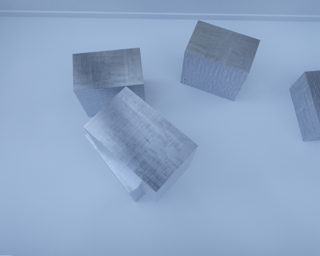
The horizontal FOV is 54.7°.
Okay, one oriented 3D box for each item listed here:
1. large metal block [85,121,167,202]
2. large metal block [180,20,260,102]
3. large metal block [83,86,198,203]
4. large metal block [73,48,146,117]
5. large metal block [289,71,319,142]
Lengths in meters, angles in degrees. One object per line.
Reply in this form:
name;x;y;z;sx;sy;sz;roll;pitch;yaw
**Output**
large metal block;-0.036;0.036;0.367;0.050;0.080;0.080;-37;75;-12
large metal block;0.076;-0.086;0.413;0.080;0.080;0.050;20;71;7
large metal block;-0.016;0.020;0.288;0.080;0.080;0.050;40;75;13
large metal block;-0.062;-0.056;0.400;0.081;0.080;0.050;-6;70;-3
large metal block;0.230;-0.030;0.410;0.081;0.050;0.080;-5;70;-2
